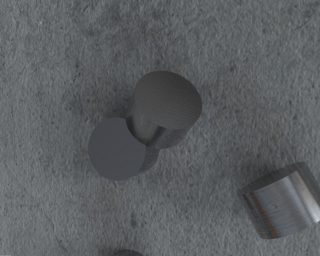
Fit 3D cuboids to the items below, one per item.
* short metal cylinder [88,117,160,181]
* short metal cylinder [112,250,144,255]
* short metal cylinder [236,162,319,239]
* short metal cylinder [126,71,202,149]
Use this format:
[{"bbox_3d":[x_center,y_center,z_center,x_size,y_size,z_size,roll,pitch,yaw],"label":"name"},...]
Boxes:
[{"bbox_3d":[-0.047,0.026,0.411,0.080,0.050,0.079,0,90,19],"label":"short metal cylinder"},{"bbox_3d":[-0.050,0.212,0.412,0.080,0.050,0.079,0,90,19],"label":"short metal cylinder"},{"bbox_3d":[0.131,0.077,0.334,0.080,0.080,0.050,-30,81,17],"label":"short metal cylinder"},{"bbox_3d":[0.003,-0.022,0.371,0.080,0.081,0.050,50,148,13],"label":"short metal cylinder"}]
